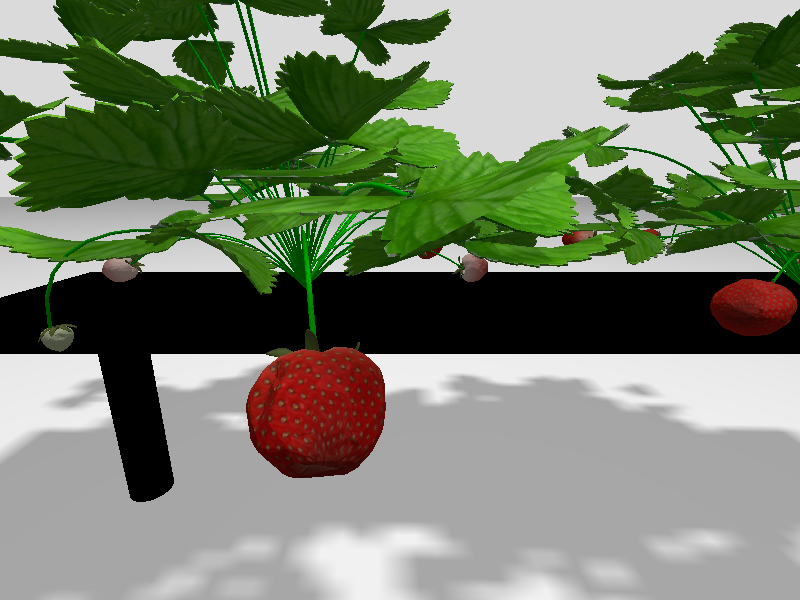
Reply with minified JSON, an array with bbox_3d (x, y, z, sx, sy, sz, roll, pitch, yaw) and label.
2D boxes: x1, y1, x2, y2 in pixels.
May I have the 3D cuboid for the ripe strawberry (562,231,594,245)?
[{"bbox_3d":[0.237,-0.080,0.534,0.040,0.034,0.040,-11,19,-33],"label":"ripe strawberry"}]

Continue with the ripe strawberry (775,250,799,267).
[{"bbox_3d":[0.432,-0.050,0.439,0.033,0.030,0.030,12,20,36],"label":"ripe strawberry"}]

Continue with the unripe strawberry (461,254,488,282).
[{"bbox_3d":[0.070,-0.030,0.374,0.026,0.027,0.024,1,16,-7],"label":"unripe strawberry"}]

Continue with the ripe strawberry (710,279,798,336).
[{"bbox_3d":[0.207,0.005,0.237,0.035,0.035,0.039,-13,21,-36],"label":"ripe strawberry"}]

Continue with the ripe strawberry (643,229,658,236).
[{"bbox_3d":[0.314,-0.074,0.515,0.031,0.035,0.033,-5,15,-16],"label":"ripe strawberry"}]

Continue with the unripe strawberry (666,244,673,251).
[{"bbox_3d":[0.371,-0.071,0.548,0.011,0.012,0.012,1,16,2],"label":"unripe strawberry"}]

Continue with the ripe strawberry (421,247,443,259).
[{"bbox_3d":[0.038,-0.072,0.493,0.038,0.043,0.041,13,20,38],"label":"ripe strawberry"}]

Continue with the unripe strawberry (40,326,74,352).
[{"bbox_3d":[-0.188,0.021,0.220,0.012,0.013,0.014,11,19,34],"label":"unripe strawberry"}]

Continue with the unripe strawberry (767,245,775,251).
[{"bbox_3d":[0.509,-0.079,0.526,0.041,0.036,0.041,13,12,37],"label":"unripe strawberry"}]

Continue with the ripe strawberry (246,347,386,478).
[{"bbox_3d":[-0.025,0.036,0.125,0.044,0.039,0.040,-4,29,-14],"label":"ripe strawberry"}]

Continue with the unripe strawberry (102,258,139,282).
[{"bbox_3d":[-0.262,-0.030,0.375,0.030,0.026,0.030,-14,14,10],"label":"unripe strawberry"}]
